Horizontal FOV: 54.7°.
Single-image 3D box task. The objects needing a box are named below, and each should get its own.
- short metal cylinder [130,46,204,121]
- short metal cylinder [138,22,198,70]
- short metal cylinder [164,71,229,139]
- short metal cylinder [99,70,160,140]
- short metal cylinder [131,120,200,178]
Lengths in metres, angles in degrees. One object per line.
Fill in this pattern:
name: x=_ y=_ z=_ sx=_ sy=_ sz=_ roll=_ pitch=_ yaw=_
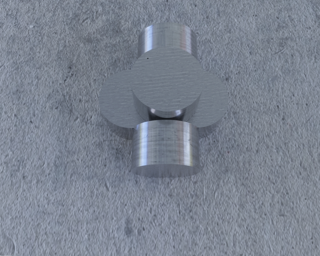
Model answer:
short metal cylinder: x=0.008 y=-0.046 z=0.359 sx=0.081 sy=0.050 sz=0.080 roll=0 pitch=70 yaw=0
short metal cylinder: x=0.010 y=-0.095 z=0.416 sx=0.081 sy=0.080 sz=0.050 roll=0 pitch=70 yaw=-1
short metal cylinder: x=0.045 y=-0.030 z=0.407 sx=0.081 sy=0.050 sz=0.080 roll=0 pitch=70 yaw=0
short metal cylinder: x=-0.035 y=-0.029 z=0.406 sx=0.081 sy=0.050 sz=0.080 roll=0 pitch=70 yaw=0
short metal cylinder: x=0.007 y=0.028 z=0.371 sx=0.081 sy=0.080 sz=0.050 roll=0 pitch=70 yaw=0
